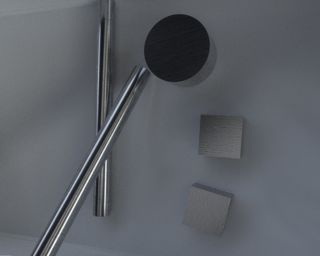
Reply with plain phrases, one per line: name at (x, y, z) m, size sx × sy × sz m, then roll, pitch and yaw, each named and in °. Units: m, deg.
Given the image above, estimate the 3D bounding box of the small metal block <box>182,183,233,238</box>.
small metal block at (0.060, 0.102, 0.389) m, size 0.050 × 0.025 × 0.050 m, roll 14°, pitch 95°, yaw 19°

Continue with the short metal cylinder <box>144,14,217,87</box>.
short metal cylinder at (0.027, -0.094, 0.387) m, size 0.080 × 0.050 × 0.079 m, roll 0°, pitch 90°, yaw 19°

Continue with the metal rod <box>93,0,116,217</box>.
metal rod at (-0.079, -0.027, 0.436) m, size 0.025 × 0.025 × 0.298 m, roll 2°, pitch 91°, yaw 19°

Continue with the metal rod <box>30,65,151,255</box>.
metal rod at (-0.086, 0.052, 0.376) m, size 0.025 × 0.025 × 0.300 m, roll 20°, pitch 72°, yaw 18°

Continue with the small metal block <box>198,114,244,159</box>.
small metal block at (0.076, 0.010, 0.383) m, size 0.050 × 0.025 × 0.050 m, roll 4°, pitch 91°, yaw 19°
